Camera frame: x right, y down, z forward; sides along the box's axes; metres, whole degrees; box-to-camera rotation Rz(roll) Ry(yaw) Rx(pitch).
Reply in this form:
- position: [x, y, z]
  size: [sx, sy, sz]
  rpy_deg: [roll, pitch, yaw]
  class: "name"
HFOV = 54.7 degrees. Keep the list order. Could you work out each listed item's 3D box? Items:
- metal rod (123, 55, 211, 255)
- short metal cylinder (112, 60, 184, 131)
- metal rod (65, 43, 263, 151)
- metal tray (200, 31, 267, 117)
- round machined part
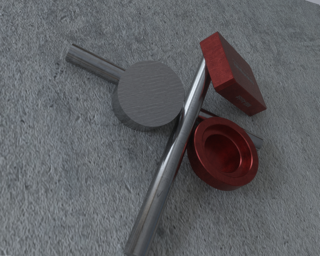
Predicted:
- position: [0.025, 0.012, 0.389]
  size: [0.025, 0.025, 0.300]
  rpy_deg: [29, 58, -10]
  class: "metal rod"
- position: [-0.016, -0.038, 0.386]
  size: [0.081, 0.050, 0.080]
  rpy_deg: [2, 82, -16]
  class: "short metal cylinder"
- position: [0.015, -0.037, 0.437]
  size: [0.301, 0.025, 0.025]
  rpy_deg: [25, 53, -13]
  class: "metal rod"
- position: [0.115, -0.078, 0.475]
  size: [0.131, 0.030, 0.090]
  rpy_deg: [22, 48, -50]
  class: "metal tray"
- position: [0.078, 0.037, 0.413]
  size: [0.099, 0.042, 0.098]
  rpy_deg: [14, 56, -21]
  class: "round machined part"
